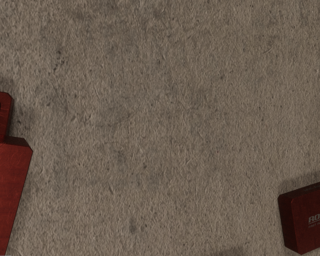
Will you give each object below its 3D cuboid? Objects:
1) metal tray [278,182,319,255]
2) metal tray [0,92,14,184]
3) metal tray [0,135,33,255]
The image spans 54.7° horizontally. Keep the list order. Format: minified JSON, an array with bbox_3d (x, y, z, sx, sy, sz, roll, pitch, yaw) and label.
[{"bbox_3d":[0.260,0.140,0.505,0.131,0.030,0.089,-11,94,-20],"label":"metal tray"},{"bbox_3d":[-0.214,0.020,0.327,0.091,0.030,0.129,9,87,-20],"label":"metal tray"},{"bbox_3d":[-0.192,0.069,0.309,0.091,0.030,0.129,13,98,-36],"label":"metal tray"}]
